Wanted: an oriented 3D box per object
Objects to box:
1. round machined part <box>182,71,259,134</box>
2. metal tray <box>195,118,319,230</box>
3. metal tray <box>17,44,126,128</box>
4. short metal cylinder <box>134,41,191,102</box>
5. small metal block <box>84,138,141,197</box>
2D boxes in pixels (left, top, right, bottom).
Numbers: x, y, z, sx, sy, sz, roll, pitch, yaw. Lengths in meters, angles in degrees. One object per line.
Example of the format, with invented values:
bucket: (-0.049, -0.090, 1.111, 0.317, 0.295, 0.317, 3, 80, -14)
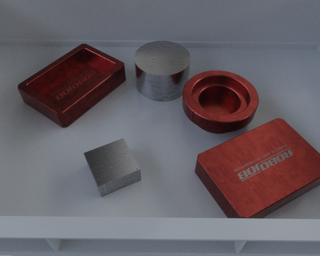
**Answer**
round machined part: (0.079, -0.031, 0.421, 0.099, 0.042, 0.098, 0, 50, 0)
metal tray: (0.119, 0.048, 0.363, 0.131, 0.030, 0.090, -22, 54, -18)
metal tray: (-0.125, -0.068, 0.456, 0.090, 0.030, 0.131, 30, 56, 22)
short metal cylinder: (0.003, -0.085, 0.461, 0.081, 0.050, 0.080, 0, 50, 0)
small metal block: (-0.056, 0.046, 0.366, 0.050, 0.025, 0.050, -21, 53, -17)
